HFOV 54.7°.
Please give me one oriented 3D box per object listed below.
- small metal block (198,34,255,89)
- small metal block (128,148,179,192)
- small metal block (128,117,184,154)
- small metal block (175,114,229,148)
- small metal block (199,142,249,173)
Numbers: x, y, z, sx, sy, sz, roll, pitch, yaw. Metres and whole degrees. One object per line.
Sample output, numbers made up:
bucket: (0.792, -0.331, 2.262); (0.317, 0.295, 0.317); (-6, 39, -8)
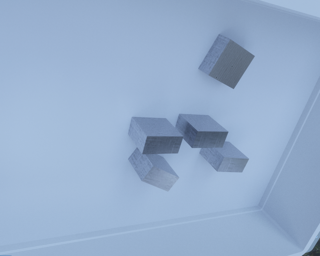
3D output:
small metal block: (0.087, -0.085, 0.403); (0.050, 0.025, 0.050); (20, 108, -36)
small metal block: (-0.009, 0.055, 0.421); (0.050, 0.050, 0.025); (30, 102, -38)
small metal block: (-0.007, 0.009, 0.394); (0.050, 0.050, 0.025); (1, 118, -29)
small metal block: (0.056, 0.004, 0.425); (0.050, 0.050, 0.025); (1, 118, -29)
small metal block: (0.097, 0.042, 0.471); (0.050, 0.050, 0.025); (7, 115, -32)
